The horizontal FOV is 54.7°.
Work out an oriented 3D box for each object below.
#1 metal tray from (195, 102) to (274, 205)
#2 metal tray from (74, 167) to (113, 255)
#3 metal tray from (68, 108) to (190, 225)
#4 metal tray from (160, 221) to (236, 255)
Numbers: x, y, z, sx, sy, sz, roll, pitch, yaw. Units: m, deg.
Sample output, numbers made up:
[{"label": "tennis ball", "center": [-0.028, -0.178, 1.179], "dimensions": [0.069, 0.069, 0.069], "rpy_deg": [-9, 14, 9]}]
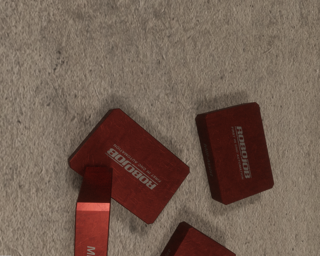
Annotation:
[{"label": "metal tray", "center": [0.109, 0.035, 0.448], "dimensions": [0.091, 0.030, 0.129], "rpy_deg": [-14, 95, -20]}, {"label": "metal tray", "center": [-0.070, 0.117, 0.330], "dimensions": [0.030, 0.090, 0.129], "rpy_deg": [4, 105, -8]}, {"label": "metal tray", "center": [-0.037, 0.048, 0.394], "dimensions": [0.130, 0.030, 0.090], "rpy_deg": [41, 77, -16]}, {"label": "metal tray", "center": [0.035, 0.207, 0.421], "dimensions": [0.090, 0.030, 0.130], "rpy_deg": [37, 78, -17]}]
